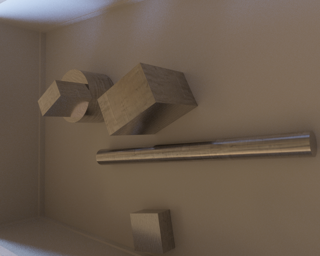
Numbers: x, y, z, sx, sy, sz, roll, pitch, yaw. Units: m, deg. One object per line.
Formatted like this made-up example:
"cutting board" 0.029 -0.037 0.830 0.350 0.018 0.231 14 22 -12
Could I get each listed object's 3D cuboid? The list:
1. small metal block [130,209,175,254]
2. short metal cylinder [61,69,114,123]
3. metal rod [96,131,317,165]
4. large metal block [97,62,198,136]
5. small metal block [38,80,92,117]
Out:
"small metal block" -0.010 0.137 0.414 0.050 0.025 0.050 -13 82 39
"short metal cylinder" -0.115 -0.048 0.482 0.080 0.050 0.079 0 90 39
"metal rod" 0.027 0.030 0.382 0.300 0.025 0.025 -7 85 39
"large metal block" -0.015 -0.031 0.381 0.080 0.081 0.050 -33 70 35
"small metal block" -0.132 -0.039 0.432 0.050 0.050 0.025 -38 67 33
